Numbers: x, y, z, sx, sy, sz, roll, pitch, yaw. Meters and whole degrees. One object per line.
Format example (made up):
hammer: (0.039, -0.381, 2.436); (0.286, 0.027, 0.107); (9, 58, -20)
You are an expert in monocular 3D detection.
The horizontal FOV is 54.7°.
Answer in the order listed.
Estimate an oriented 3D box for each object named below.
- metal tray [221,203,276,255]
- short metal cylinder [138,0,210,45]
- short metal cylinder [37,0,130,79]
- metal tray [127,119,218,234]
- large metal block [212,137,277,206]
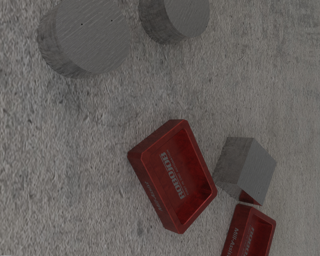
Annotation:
metal tray: (0.148, 0.206, 0.526); (0.090, 0.030, 0.130); (35, 69, -35)
short metal cylinder: (0.019, -0.154, 0.404); (0.081, 0.050, 0.079); (0, 90, -40)
short metal cylinder: (-0.079, -0.094, 0.322); (0.081, 0.050, 0.079); (0, 90, -40)
metal tray: (0.022, 0.064, 0.419); (0.091, 0.030, 0.129); (-38, 114, -33)
large metal block: (0.138, 0.070, 0.504); (0.080, 0.050, 0.080); (40, 66, -33)
